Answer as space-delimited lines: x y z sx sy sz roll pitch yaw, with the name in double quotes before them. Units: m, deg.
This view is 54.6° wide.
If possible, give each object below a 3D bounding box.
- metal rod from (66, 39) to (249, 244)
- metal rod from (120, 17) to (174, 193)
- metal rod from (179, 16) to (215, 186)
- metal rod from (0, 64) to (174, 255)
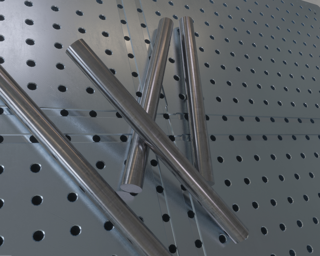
"metal rod" 0.001 0.020 0.366 0.300 0.025 0.025 49 51 -6
"metal rod" -0.011 -0.053 0.434 0.025 0.025 0.300 21 54 -16
"metal rod" 0.051 -0.057 0.469 0.025 0.025 0.299 11 57 -22
"metal rod" -0.092 0.039 0.334 0.300 0.025 0.025 47 51 4
